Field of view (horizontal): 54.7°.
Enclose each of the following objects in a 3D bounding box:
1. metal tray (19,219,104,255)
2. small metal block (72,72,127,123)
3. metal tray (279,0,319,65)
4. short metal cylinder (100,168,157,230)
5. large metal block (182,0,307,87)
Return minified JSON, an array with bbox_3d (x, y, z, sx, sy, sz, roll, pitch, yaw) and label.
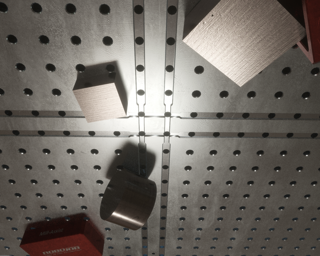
[{"bbox_3d":[-0.186,0.223,0.596,0.130,0.030,0.090,-14,129,11],"label":"metal tray"},{"bbox_3d":[-0.071,-0.037,0.379,0.050,0.025,0.050,-9,130,7],"label":"small metal block"},{"bbox_3d":[0.121,-0.130,0.259,0.030,0.090,0.130,-19,128,15],"label":"metal tray"},{"bbox_3d":[-0.048,0.106,0.466,0.050,0.080,0.080,28,125,-22],"label":"short metal cylinder"},{"bbox_3d":[0.080,-0.101,0.303,0.080,0.050,0.080,33,129,-22],"label":"large metal block"}]
